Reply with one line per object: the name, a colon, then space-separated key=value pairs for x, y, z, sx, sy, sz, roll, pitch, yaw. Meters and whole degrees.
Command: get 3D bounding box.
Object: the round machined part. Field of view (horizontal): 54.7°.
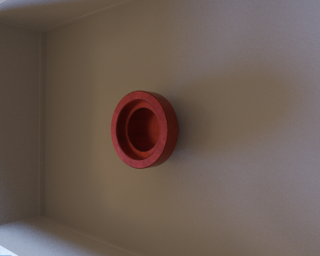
round machined part: x=-0.015 y=0.002 z=0.401 sx=0.098 sy=0.042 sz=0.097 roll=0 pitch=90 yaw=39
